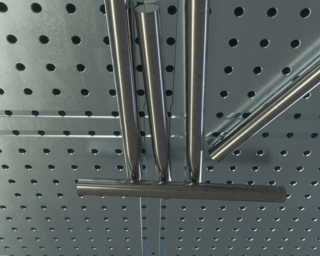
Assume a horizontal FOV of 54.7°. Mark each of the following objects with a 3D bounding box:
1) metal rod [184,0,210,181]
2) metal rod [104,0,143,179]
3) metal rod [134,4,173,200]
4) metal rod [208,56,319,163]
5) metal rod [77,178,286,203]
[{"bbox_3d":[0.045,-0.023,0.392,0.025,0.025,0.298,-3,130,2],"label":"metal rod"},{"bbox_3d":[-0.040,-0.044,0.373,0.025,0.025,0.298,-1,130,0],"label":"metal rod"},{"bbox_3d":[-0.002,-0.007,0.405,0.025,0.025,0.298,-4,130,3],"label":"metal rod"},{"bbox_3d":[0.169,-0.052,0.370,0.025,0.025,0.299,30,124,-23],"label":"metal rod"},{"bbox_3d":[0.034,0.092,0.456,0.302,0.025,0.025,3,130,-4],"label":"metal rod"}]
